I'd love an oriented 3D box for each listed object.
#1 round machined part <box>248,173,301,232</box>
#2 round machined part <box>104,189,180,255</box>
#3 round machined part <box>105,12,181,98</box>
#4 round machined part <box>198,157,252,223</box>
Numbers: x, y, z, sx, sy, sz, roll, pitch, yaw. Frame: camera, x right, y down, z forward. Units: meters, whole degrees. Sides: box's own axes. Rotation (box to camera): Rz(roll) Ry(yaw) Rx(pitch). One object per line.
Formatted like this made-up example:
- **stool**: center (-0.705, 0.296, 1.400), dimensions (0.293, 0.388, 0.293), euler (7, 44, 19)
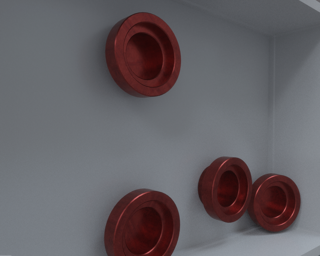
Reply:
- **round machined part**: center (0.195, 0.129, 0.550), dimensions (0.099, 0.042, 0.097), euler (0, 91, -19)
- **round machined part**: center (-0.025, 0.123, 0.377), dimensions (0.099, 0.042, 0.097), euler (0, 90, -40)
- **round machined part**: center (-0.024, -0.085, 0.377), dimensions (0.099, 0.042, 0.097), euler (0, 90, -40)
- **round machined part**: center (0.097, 0.093, 0.480), dimensions (0.099, 0.042, 0.097), euler (0, 90, -40)
